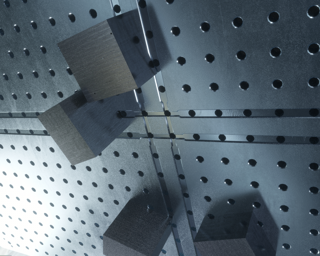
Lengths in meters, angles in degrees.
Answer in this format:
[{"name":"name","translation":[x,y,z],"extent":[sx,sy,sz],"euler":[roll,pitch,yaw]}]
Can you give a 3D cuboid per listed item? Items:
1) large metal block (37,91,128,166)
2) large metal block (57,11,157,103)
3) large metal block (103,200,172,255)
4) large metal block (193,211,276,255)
[{"name":"large metal block","translation":[-0.103,-0.008,0.426],"extent":[0.050,0.080,0.080],"euler":[-21,107,36]},{"name":"large metal block","translation":[-0.063,-0.084,0.377],"extent":[0.080,0.050,0.080],"euler":[-12,113,33]},{"name":"large metal block","translation":[-0.036,0.176,0.504],"extent":[0.080,0.080,0.050],"euler":[19,126,17]},{"name":"large metal block","translation":[0.108,0.172,0.445],"extent":[0.080,0.050,0.080],"euler":[-20,108,36]}]
